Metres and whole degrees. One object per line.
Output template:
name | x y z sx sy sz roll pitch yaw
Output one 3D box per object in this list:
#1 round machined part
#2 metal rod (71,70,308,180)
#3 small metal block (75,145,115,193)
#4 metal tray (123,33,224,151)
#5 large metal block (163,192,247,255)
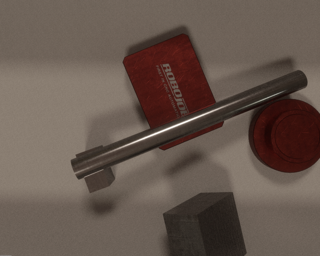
round machined part | 0.171 0.010 0.405 0.099 0.042 0.097 0 90 -1
metal rod | 0.041 -0.007 0.376 0.302 0.025 0.025 -22 90 -8
small metal block | -0.082 0.051 0.398 0.025 0.050 0.050 -20 90 0
metal tray | 0.017 -0.046 0.409 0.090 0.030 0.129 -23 90 -1
large metal block | 0.057 0.130 0.378 0.050 0.081 0.080 -13 90 42
